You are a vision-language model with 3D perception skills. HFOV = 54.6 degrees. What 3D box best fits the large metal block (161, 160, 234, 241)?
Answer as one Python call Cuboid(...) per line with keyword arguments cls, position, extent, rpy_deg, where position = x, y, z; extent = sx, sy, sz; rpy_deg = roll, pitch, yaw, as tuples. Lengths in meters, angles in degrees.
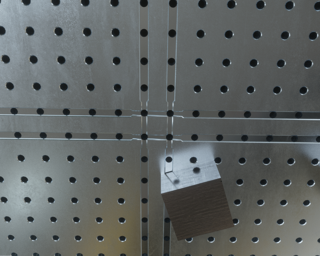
Cuboid(cls="large metal block", position=(0.052, 0.102, 0.438), extent=(0.080, 0.050, 0.080), rpy_deg=(-16, 109, 6))
